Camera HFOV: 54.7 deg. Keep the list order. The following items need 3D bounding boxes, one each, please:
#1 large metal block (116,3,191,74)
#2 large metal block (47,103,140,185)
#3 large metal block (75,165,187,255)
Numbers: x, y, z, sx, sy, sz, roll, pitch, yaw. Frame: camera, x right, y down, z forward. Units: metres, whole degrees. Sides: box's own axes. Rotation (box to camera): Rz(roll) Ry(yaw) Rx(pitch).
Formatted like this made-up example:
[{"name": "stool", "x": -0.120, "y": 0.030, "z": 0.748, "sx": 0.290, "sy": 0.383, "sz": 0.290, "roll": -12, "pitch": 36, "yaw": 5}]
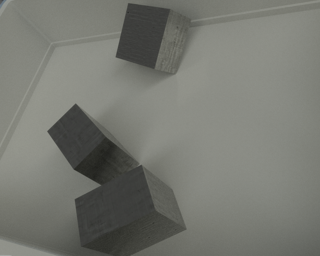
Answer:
[{"name": "large metal block", "x": -0.011, "y": -0.130, "z": 0.453, "sx": 0.080, "sy": 0.050, "sz": 0.079, "roll": 24, "pitch": 105, "yaw": 36}, {"name": "large metal block", "x": -0.084, "y": 0.026, "z": 0.397, "sx": 0.050, "sy": 0.080, "sz": 0.080, "roll": -46, "pitch": 51, "yaw": -4}, {"name": "large metal block", "x": -0.029, "y": 0.092, "z": 0.328, "sx": 0.080, "sy": 0.080, "sz": 0.050, "roll": -28, "pitch": 52, "yaw": 10}]
